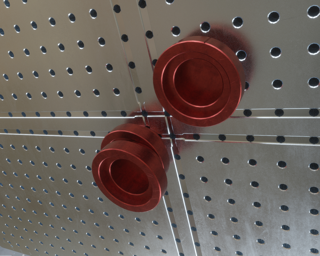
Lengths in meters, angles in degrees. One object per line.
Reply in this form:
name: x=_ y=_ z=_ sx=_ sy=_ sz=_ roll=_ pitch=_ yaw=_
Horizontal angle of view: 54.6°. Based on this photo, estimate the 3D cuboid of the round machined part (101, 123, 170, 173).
round machined part: x=-0.031 y=0.036 z=0.440 sx=0.098 sy=0.042 sz=0.097 roll=13 pitch=124 yaw=21

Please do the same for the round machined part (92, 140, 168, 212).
round machined part: x=-0.035 y=0.057 z=0.400 sx=0.098 sy=0.042 sz=0.097 roll=13 pitch=124 yaw=21

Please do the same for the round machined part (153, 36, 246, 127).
round machined part: x=0.045 y=-0.053 z=0.344 sx=0.098 sy=0.042 sz=0.097 roll=13 pitch=124 yaw=21
